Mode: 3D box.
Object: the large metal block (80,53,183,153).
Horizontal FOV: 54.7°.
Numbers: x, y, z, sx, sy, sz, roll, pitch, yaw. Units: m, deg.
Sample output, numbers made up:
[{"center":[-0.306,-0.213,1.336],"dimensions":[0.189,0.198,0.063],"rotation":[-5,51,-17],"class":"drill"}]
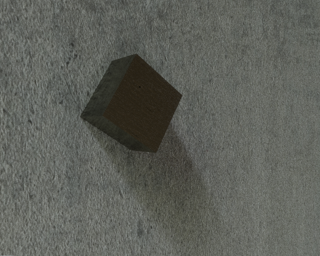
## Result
[{"center":[-0.031,-0.026,0.362],"dimensions":[0.080,0.050,0.080],"rotation":[38,67,-34],"class":"large metal block"}]
